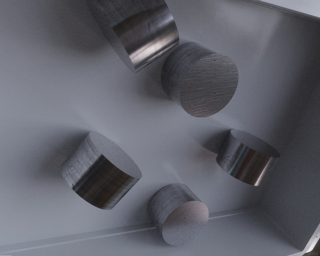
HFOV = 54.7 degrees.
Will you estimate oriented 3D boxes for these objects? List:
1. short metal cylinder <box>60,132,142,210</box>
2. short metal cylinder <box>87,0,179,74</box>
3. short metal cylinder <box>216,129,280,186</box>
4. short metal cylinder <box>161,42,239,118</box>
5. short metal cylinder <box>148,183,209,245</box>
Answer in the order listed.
[{"bbox_3d":[-0.068,0.049,0.366,0.050,0.080,0.080,-48,129,5],"label":"short metal cylinder"},{"bbox_3d":[-0.025,-0.100,0.297,0.050,0.080,0.080,-35,129,-5],"label":"short metal cylinder"},{"bbox_3d":[0.133,0.044,0.473,0.081,0.080,0.050,11,113,-33],"label":"short metal cylinder"},{"bbox_3d":[0.048,-0.060,0.382,0.081,0.050,0.079,-14,124,-21],"label":"short metal cylinder"},{"bbox_3d":[0.028,0.134,0.485,0.081,0.050,0.079,-12,117,-24],"label":"short metal cylinder"}]
